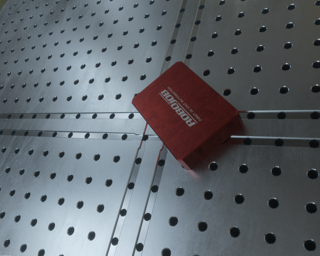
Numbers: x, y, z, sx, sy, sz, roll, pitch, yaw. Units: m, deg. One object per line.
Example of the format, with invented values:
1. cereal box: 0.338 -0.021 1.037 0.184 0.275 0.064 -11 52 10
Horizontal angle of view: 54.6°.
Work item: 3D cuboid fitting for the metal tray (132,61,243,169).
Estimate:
1. metal tray: 0.030 -0.021 0.403 0.090 0.030 0.130 -40 51 1
